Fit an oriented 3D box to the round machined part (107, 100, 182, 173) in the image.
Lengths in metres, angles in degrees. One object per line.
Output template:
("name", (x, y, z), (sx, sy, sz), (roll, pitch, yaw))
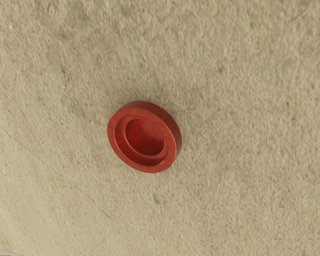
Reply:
("round machined part", (-0.017, 0.008, 0.408), (0.098, 0.042, 0.097), (13, 124, 20))
